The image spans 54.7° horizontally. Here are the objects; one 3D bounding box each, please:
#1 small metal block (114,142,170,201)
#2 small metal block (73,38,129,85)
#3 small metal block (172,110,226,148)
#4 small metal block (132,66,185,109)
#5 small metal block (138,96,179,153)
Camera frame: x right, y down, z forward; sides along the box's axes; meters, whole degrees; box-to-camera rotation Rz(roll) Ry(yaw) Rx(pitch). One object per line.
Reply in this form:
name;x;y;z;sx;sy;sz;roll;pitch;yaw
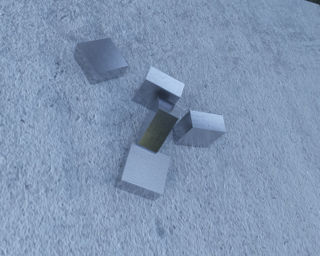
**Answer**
small metal block;-0.020;0.051;0.362;0.050;0.025;0.050;23;53;-14
small metal block;-0.079;-0.090;0.416;0.050;0.025;0.050;-23;74;-36
small metal block;0.051;0.003;0.413;0.050;0.050;0.025;8;59;-24
small metal block;-0.003;-0.048;0.415;0.050;0.050;0.025;27;53;-12
small metal block;-0.003;-0.006;0.377;0.025;0.050;0.050;27;19;-12
